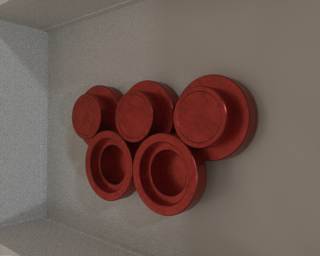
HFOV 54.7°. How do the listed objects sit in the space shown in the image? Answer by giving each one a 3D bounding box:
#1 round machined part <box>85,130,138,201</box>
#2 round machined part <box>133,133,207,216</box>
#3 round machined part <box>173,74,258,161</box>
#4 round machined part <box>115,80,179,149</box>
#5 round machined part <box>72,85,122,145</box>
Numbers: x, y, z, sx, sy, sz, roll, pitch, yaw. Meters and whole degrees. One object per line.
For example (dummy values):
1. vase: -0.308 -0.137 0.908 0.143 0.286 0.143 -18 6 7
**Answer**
1. round machined part: -0.060 0.052 0.443 0.098 0.042 0.097 0 90 40
2. round machined part: 0.016 0.054 0.380 0.098 0.042 0.097 0 90 40
3. round machined part: 0.054 -0.011 0.348 0.098 0.042 0.097 -1 89 40
4. round machined part: -0.021 -0.015 0.411 0.098 0.042 0.097 -1 89 40
5. round machined part: -0.097 -0.017 0.472 0.098 0.042 0.097 -1 88 39
